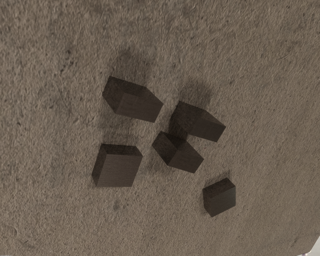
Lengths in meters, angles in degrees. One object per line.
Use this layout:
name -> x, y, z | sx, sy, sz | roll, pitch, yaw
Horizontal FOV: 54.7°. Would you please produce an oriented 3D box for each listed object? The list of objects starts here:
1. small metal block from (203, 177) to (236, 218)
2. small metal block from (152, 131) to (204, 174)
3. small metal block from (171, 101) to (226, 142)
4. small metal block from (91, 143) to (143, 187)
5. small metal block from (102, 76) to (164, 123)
small metal block -> 0.104, 0.122, 0.542 | 0.050, 0.025, 0.050 | -21, 127, -16
small metal block -> 0.024, 0.033, 0.426 | 0.050, 0.050, 0.025 | 22, 107, -37
small metal block -> 0.051, -0.009, 0.415 | 0.050, 0.050, 0.025 | 16, 110, -35
small metal block -> -0.057, 0.050, 0.408 | 0.050, 0.025, 0.050 | 7, 115, -32
small metal block -> -0.032, -0.033, 0.354 | 0.050, 0.050, 0.025 | 13, 112, -34
